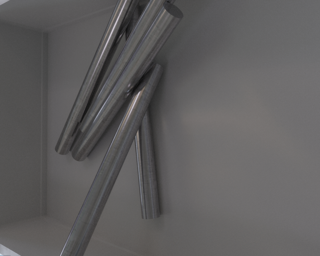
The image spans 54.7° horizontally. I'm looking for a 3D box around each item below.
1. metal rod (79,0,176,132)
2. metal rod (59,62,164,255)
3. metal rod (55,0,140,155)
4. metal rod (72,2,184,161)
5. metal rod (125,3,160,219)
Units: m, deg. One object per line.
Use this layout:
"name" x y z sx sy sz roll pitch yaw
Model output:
"metal rod" -0.046 -0.085 0.408 0.298 0.025 0.025 -49 61 41
"metal rod" -0.062 0.052 0.379 0.025 0.025 0.299 11 72 39
"metal rod" -0.105 -0.068 0.474 0.025 0.025 0.298 52 126 27
"metal rod" -0.061 -0.039 0.423 0.298 0.025 0.025 -48 61 41
"metal rod" -0.027 -0.028 0.429 0.025 0.025 0.298 -10 84 39
